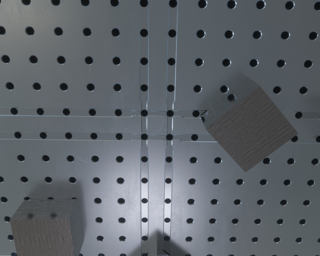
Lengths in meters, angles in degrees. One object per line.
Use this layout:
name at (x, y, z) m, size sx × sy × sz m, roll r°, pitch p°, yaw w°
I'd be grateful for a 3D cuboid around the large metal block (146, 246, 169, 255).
large metal block at (-0.004, 0.251, 0.492) m, size 0.080 × 0.050 × 0.080 m, roll 42°, pitch 105°, yaw -14°

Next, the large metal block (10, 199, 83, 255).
large metal block at (-0.162, 0.152, 0.455) m, size 0.080 × 0.050 × 0.079 m, roll 0°, pitch 110°, yaw 0°

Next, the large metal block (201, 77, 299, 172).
large metal block at (0.112, -0.005, 0.399) m, size 0.080 × 0.050 × 0.080 m, roll -40°, pitch 105°, yaw 13°
